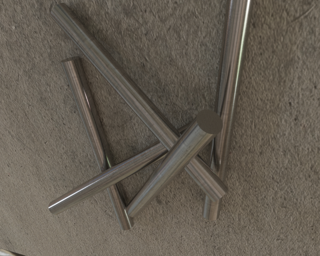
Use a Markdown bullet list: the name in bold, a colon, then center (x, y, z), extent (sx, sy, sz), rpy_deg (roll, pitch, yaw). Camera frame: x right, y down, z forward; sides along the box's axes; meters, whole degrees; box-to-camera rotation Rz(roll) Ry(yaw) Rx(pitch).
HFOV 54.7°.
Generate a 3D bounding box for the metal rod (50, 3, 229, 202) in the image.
- **metal rod**: center (-0.027, -0.033, 0.376), extent (0.300, 0.025, 0.025), rpy_deg (49, 129, 3)

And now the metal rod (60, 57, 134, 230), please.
- **metal rod**: center (-0.089, 0.039, 0.477), extent (0.025, 0.025, 0.298), rpy_deg (1, 119, 28)

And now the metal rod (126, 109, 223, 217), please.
- **metal rod**: center (-0.001, 0.065, 0.393), extent (0.025, 0.025, 0.298), rpy_deg (37, 146, 3)

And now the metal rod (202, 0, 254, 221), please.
- **metal rod**: center (0.074, -0.003, 0.365), extent (0.025, 0.025, 0.298), rpy_deg (14, 124, 20)

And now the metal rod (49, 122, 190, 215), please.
- **metal rod**: center (-0.066, 0.069, 0.456), extent (0.299, 0.025, 0.025), rpy_deg (-31, 101, 29)
